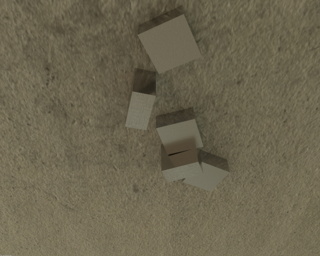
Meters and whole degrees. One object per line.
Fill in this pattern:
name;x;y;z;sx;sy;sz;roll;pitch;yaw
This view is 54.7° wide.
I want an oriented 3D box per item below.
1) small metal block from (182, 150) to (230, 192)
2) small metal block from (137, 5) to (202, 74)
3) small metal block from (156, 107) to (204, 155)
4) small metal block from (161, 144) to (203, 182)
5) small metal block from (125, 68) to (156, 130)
small metal block;0.067;0.064;0.463;0.050;0.025;0.050;22;127;-18
small metal block;0.011;-0.093;0.329;0.050;0.025;0.050;-20;128;16
small metal block;0.027;0.005;0.412;0.050;0.025;0.050;-14;129;11
small metal block;0.030;0.042;0.428;0.050;0.050;0.025;-16;129;12
small metal block;-0.023;-0.034;0.362;0.025;0.050;0.050;10;129;-9
